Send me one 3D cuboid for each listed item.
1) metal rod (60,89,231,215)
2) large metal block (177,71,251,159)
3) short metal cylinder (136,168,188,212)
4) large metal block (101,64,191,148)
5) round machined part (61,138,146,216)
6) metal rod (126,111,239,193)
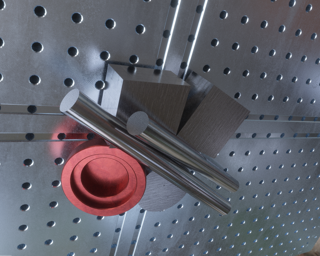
[{"bbox_3d":[0.008,0.048,0.374,0.025,0.025,0.301,-47,130,5],"label":"metal rod"},{"bbox_3d":[0.058,-0.016,0.411,0.080,0.050,0.080,27,104,-38],"label":"large metal block"},{"bbox_3d":[-0.004,0.068,0.429,0.081,0.050,0.079,-14,124,-21],"label":"short metal cylinder"},{"bbox_3d":[-0.021,-0.024,0.360,0.081,0.050,0.079,1,118,-29],"label":"large metal block"},{"bbox_3d":[-0.066,0.056,0.380,0.099,0.042,0.097,-1,113,-3],"label":"round machined part"},{"bbox_3d":[0.052,0.048,0.416,0.025,0.025,0.301,-48,144,5],"label":"metal rod"}]
